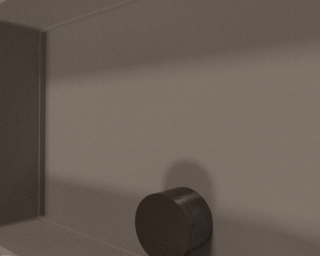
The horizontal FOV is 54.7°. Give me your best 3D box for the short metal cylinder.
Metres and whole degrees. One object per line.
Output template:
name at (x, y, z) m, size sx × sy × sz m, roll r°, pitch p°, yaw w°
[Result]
short metal cylinder at (0.016, 0.115, 0.375) m, size 0.080 × 0.050 × 0.079 m, roll 0°, pitch 90°, yaw 39°
